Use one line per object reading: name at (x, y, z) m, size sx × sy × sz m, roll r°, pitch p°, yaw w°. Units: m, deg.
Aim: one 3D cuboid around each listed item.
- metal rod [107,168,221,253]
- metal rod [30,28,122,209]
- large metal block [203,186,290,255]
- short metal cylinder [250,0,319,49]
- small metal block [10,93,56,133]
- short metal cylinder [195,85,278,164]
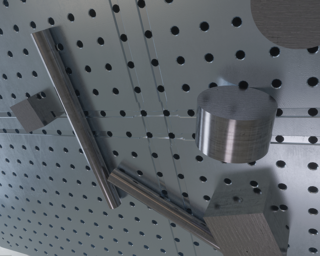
metal rod at (0.051, 0.150, 0.476) m, size 0.301 × 0.025 × 0.025 m, roll 30°, pitch 128°, yaw 8°
metal rod at (-0.120, 0.001, 0.474) m, size 0.025 × 0.025 × 0.298 m, roll -4°, pitch 117°, yaw 30°
large metal block at (0.117, 0.130, 0.414) m, size 0.080 × 0.050 × 0.080 m, roll -16°, pitch 110°, yaw 34°
short metal cylinder at (0.122, -0.113, 0.261) m, size 0.080 × 0.050 × 0.079 m, roll 13°, pitch 124°, yaw 21°
small metal block at (-0.208, -0.024, 0.506) m, size 0.050 × 0.025 × 0.050 m, roll -16°, pitch 110°, yaw 34°
short metal cylinder at (0.079, -0.006, 0.330) m, size 0.080 × 0.080 × 0.050 m, roll 13°, pitch 124°, yaw 21°
